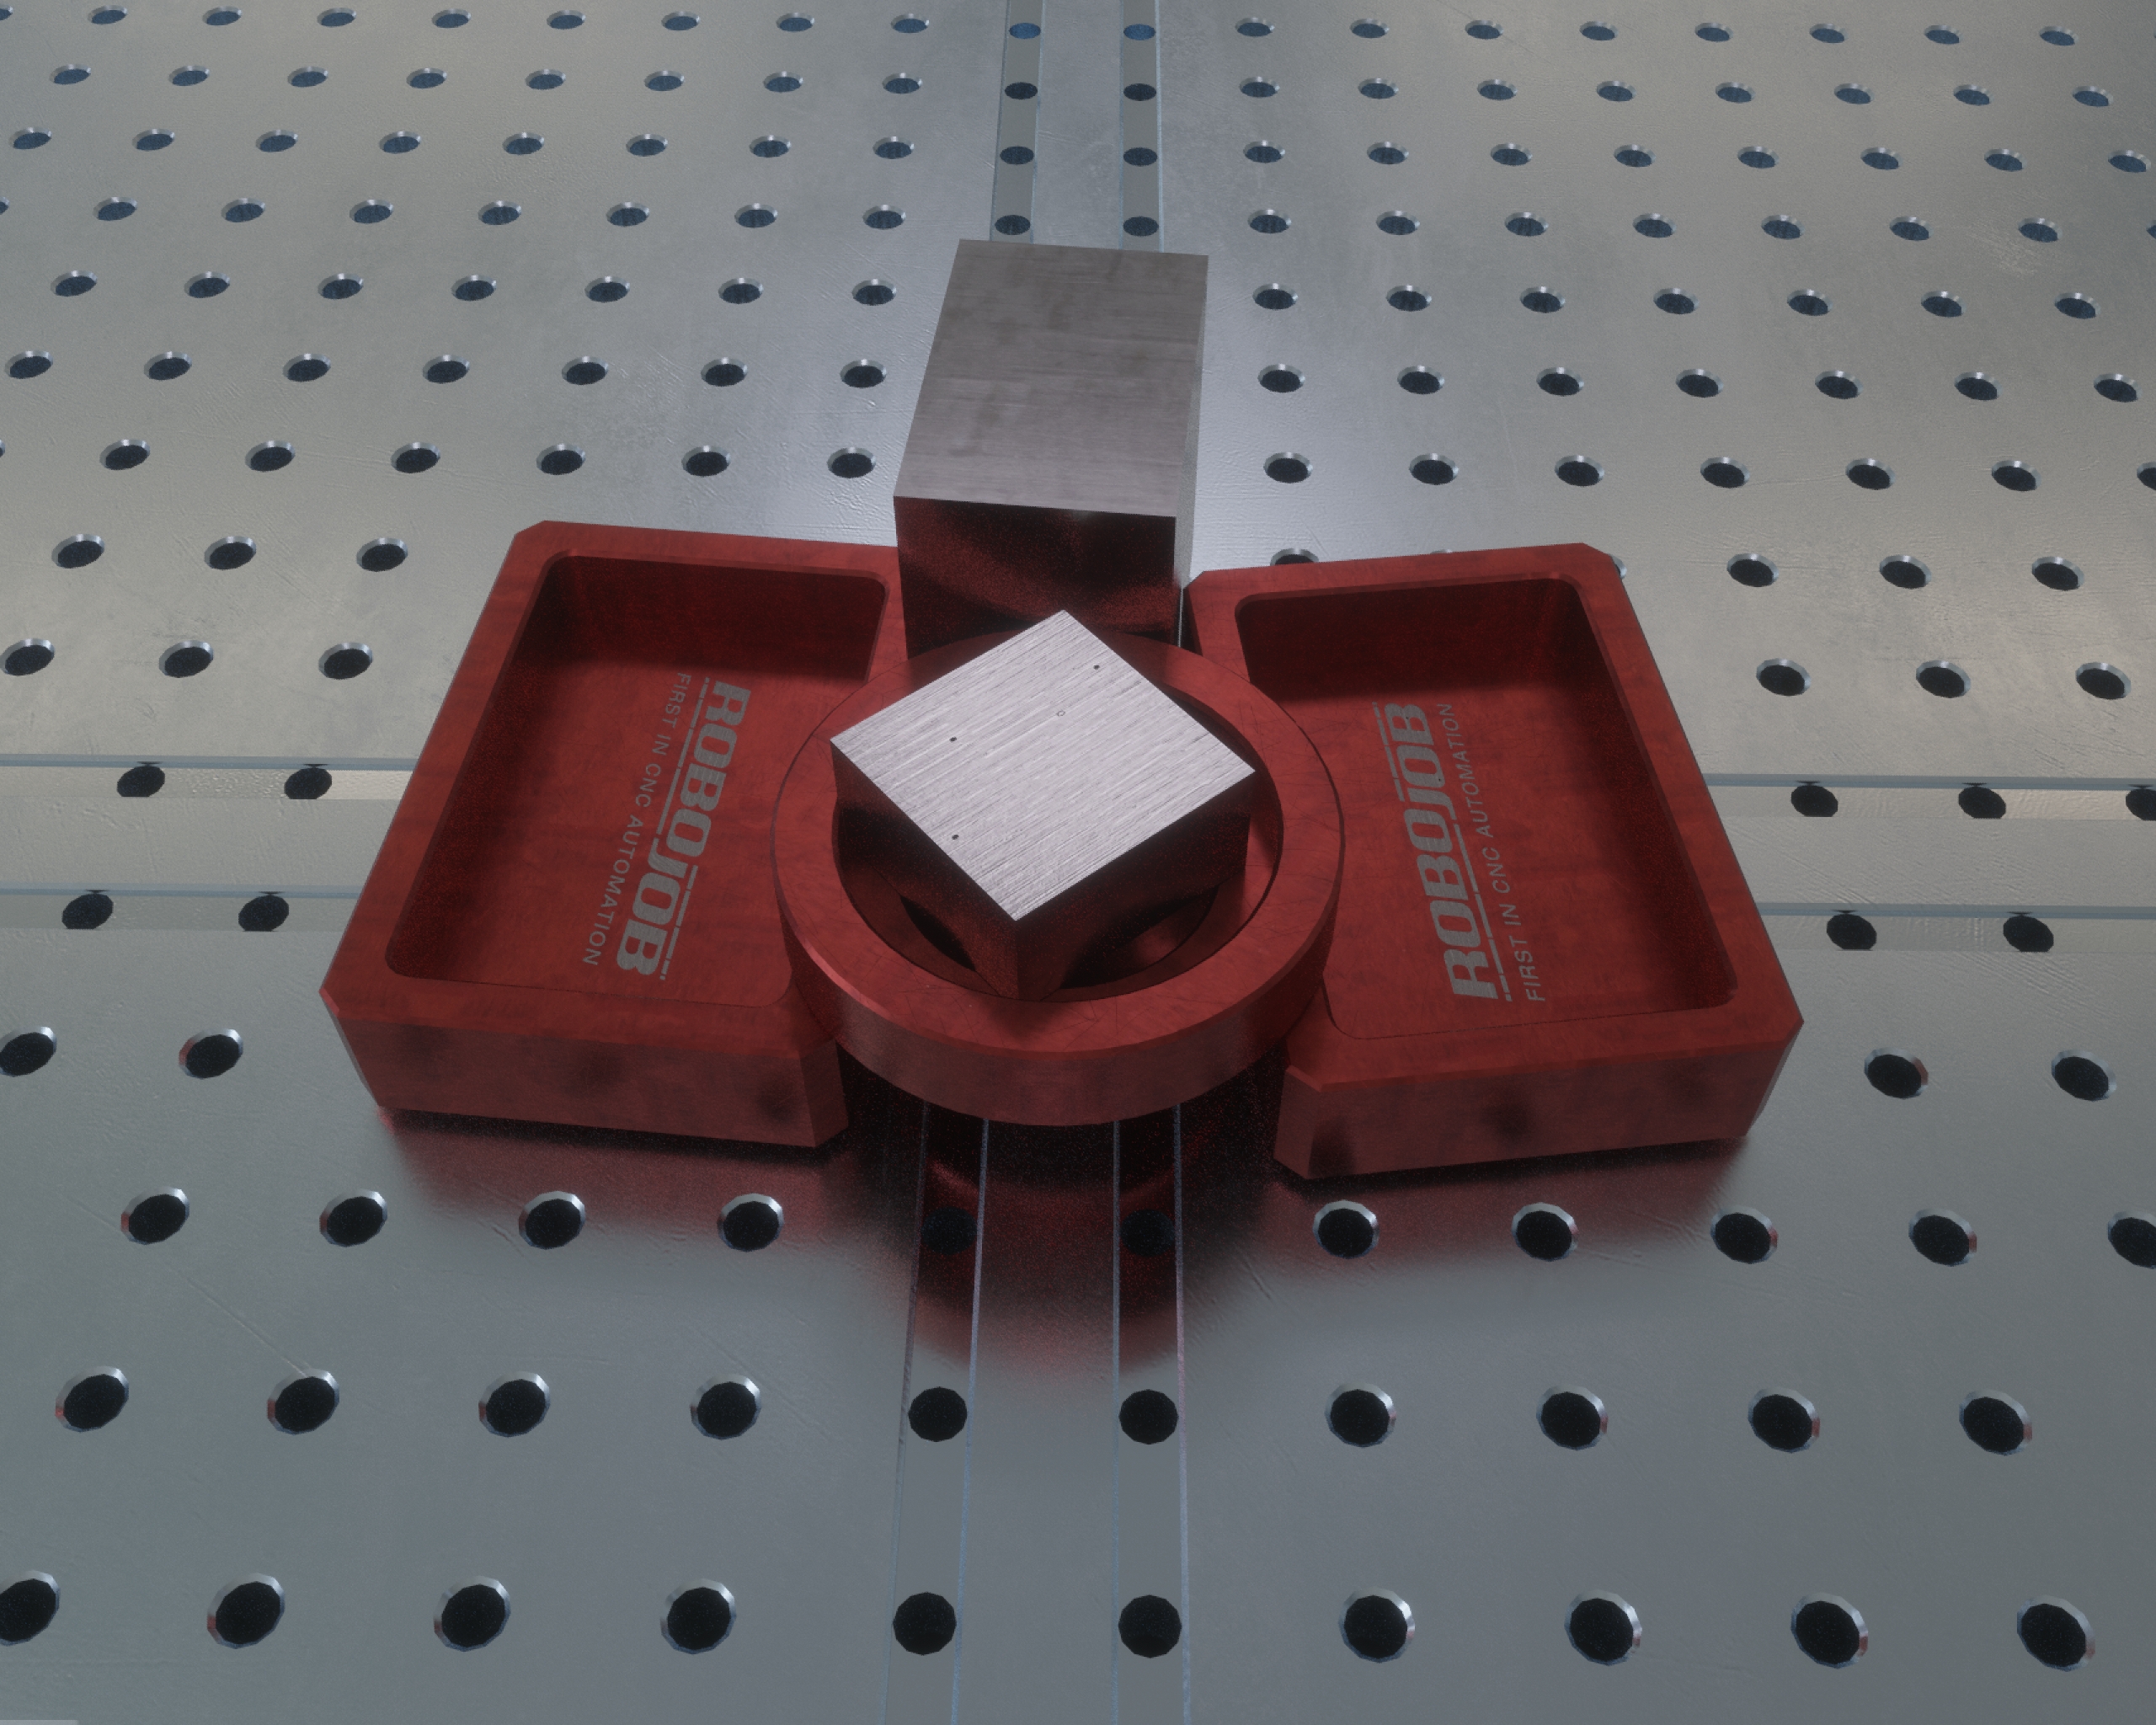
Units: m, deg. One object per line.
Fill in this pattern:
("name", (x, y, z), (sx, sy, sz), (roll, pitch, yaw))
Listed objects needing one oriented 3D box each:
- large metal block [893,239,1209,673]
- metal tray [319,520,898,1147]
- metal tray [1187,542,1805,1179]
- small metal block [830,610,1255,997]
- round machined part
("large metal block", (-0.003, -0.068, 0.424), (0.050, 0.080, 0.080), (5, 50, 4))
("metal tray", (-0.080, -0.011, 0.407), (0.091, 0.030, 0.130), (5, 50, 4))
("metal tray", (0.073, -0.005, 0.404), (0.091, 0.030, 0.130), (-5, 50, -4))
("small metal block", (-0.006, -0.010, 0.356), (0.050, 0.025, 0.050), (-32, 57, -24))
("round machined part", (-0.003, 0.006, 0.374), (0.099, 0.042, 0.098), (0, 50, 0))
